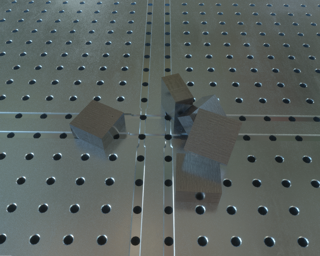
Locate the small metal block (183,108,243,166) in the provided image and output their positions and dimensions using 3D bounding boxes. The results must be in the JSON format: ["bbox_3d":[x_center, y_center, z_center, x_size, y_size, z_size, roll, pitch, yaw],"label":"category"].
[{"bbox_3d":[0.061,0.011,0.353,0.050,0.025,0.050,20,83,14],"label":"small metal block"}]

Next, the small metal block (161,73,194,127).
[{"bbox_3d":[0.022,-0.038,0.424,0.025,0.050,0.050,-16,52,-13],"label":"small metal block"}]

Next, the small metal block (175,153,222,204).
[{"bbox_3d":[0.043,0.058,0.360,0.050,0.025,0.050,3,50,2],"label":"small metal block"}]

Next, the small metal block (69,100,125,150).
[{"bbox_3d":[-0.082,-0.005,0.411,0.050,0.025,0.050,23,53,17],"label":"small metal block"}]

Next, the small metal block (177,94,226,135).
[{"bbox_3d":[0.058,-0.008,0.396,0.050,0.050,0.025,-39,17,-28],"label":"small metal block"}]
